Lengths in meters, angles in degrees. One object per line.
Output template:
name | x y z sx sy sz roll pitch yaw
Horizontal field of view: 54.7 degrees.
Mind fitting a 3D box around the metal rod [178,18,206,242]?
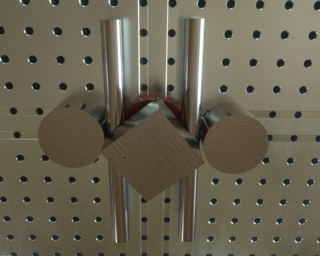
metal rod | 0.039 0.017 0.398 0.025 0.025 0.298 0 110 0

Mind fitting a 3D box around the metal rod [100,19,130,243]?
metal rod | -0.055 0.019 0.397 0.025 0.025 0.298 0 110 0

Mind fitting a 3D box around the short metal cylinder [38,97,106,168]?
short metal cylinder | -0.108 0.004 0.400 0.081 0.050 0.079 0 110 0

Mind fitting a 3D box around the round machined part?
round machined part | -0.008 0.009 0.408 0.099 0.042 0.097 0 110 0

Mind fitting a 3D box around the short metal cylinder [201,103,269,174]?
short metal cylinder | 0.094 0.013 0.405 0.081 0.050 0.079 0 110 0

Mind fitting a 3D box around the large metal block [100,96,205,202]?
large metal block | -0.008 0.024 0.358 0.080 0.050 0.080 -36 106 12
